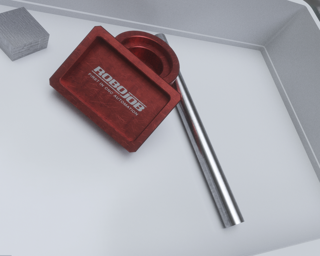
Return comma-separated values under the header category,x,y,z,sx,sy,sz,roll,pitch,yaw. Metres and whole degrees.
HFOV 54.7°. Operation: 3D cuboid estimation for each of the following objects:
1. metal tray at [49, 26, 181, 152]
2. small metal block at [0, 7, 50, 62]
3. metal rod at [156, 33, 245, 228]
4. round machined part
category,x,y,z,sx,sy,sz,roll,pitch,yaw
metal tray,-0.051,-0.045,0.370,0.130,0.030,0.090,41,91,-1
small metal block,-0.176,-0.117,0.383,0.050,0.025,0.050,47,51,4
metal rod,0.045,-0.011,0.438,0.025,0.025,0.299,-7,65,-32
round machined part,-0.026,-0.085,0.431,0.099,0.042,0.098,12,56,-18
